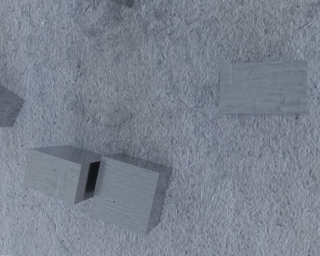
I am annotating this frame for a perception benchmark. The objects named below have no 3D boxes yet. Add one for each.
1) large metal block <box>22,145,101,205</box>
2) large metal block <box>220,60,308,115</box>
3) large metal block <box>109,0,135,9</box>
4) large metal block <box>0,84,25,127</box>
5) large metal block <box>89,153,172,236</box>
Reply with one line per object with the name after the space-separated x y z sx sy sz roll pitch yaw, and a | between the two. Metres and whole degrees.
-0.122 0.059 0.423 0.080 0.080 0.050 14 95 19 | large metal block
0.113 -0.039 0.340 0.080 0.080 0.050 1 91 20 | large metal block
-0.078 -0.208 0.407 0.080 0.080 0.050 27 99 18 | large metal block
-0.276 -0.043 0.477 0.080 0.080 0.050 31 100 17 | large metal block
-0.038 0.083 0.409 0.080 0.050 0.080 14 95 19 | large metal block
